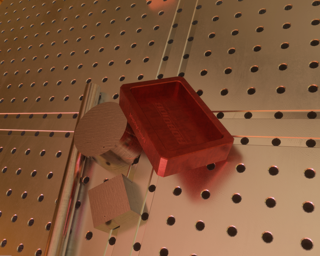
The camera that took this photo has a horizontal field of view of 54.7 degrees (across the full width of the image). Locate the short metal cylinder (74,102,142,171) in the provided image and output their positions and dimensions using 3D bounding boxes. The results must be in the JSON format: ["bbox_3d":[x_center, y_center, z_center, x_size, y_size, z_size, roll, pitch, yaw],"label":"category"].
[{"bbox_3d":[-0.067,0.011,0.419,0.080,0.050,0.080,-13,56,20],"label":"short metal cylinder"}]

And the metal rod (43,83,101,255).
[{"bbox_3d":[-0.120,0.065,0.429,0.025,0.025,0.299,-9,58,23],"label":"metal rod"}]

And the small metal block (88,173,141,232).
[{"bbox_3d":[-0.057,0.092,0.380,0.050,0.025,0.050,-28,52,10],"label":"small metal block"}]

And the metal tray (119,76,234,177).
[{"bbox_3d":[0.015,-0.009,0.371,0.091,0.030,0.130,-12,47,-23],"label":"metal tray"}]
